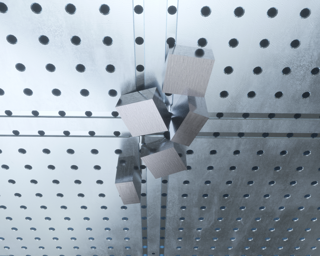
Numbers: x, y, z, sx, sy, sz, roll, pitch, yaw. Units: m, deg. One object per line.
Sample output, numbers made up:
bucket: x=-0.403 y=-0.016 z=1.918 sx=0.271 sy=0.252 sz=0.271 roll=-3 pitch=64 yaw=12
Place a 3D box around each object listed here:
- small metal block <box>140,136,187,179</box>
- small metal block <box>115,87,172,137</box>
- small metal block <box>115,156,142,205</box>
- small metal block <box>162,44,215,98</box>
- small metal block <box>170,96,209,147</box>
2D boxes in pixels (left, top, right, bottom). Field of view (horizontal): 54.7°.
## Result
small metal block: x=0.006 y=0.043 z=0.448 sx=0.050 sy=0.025 sz=0.050 roll=-19 pitch=128 yaw=15
small metal block: x=-0.020 y=-0.019 z=0.388 sx=0.050 sy=0.025 sz=0.050 roll=-11 pitch=128 yaw=23
small metal block: x=-0.046 y=0.078 z=0.461 sx=0.025 sy=0.050 sz=0.050 roll=-8 pitch=130 yaw=6
small metal block: x=0.031 y=-0.065 z=0.357 sx=0.050 sy=0.025 sz=0.050 roll=6 pitch=130 yaw=-6
small metal block: x=0.034 y=-0.014 z=0.384 sx=0.025 sy=0.050 sz=0.050 roll=19 pitch=128 yaw=-16
